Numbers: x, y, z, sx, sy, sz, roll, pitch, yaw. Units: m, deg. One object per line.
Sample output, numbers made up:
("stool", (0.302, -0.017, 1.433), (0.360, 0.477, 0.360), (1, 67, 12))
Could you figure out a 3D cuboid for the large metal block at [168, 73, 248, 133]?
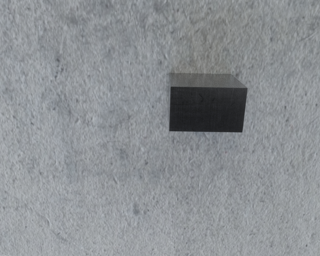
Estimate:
("large metal block", (0.051, -0.033, 0.369), (0.080, 0.080, 0.050), (1, 110, -1))
